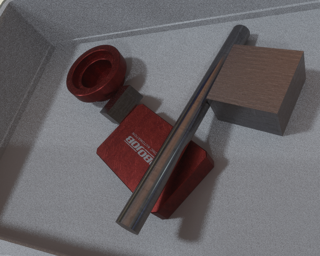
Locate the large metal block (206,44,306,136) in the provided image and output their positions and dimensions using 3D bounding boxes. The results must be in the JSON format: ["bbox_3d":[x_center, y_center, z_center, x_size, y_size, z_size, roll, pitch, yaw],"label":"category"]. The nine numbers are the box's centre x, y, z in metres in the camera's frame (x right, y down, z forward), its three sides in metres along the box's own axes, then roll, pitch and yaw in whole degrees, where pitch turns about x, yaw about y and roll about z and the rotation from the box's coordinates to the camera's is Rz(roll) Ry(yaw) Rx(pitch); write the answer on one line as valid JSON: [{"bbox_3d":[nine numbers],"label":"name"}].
[{"bbox_3d":[0.113,-0.046,0.358,0.080,0.050,0.080,17,70,34],"label":"large metal block"}]

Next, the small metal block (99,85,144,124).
[{"bbox_3d":[-0.056,-0.033,0.439,0.050,0.025,0.050,-53,20,-10],"label":"small metal block"}]

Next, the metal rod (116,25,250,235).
[{"bbox_3d":[0.040,-0.018,0.362,0.025,0.025,0.300,14,58,33],"label":"metal rod"}]

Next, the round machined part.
[{"bbox_3d":[-0.096,-0.081,0.493,0.098,0.042,0.098,-13,56,20],"label":"round machined part"}]

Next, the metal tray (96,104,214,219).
[{"bbox_3d":[-0.010,0.036,0.384,0.090,0.030,0.130,-47,52,-6],"label":"metal tray"}]
